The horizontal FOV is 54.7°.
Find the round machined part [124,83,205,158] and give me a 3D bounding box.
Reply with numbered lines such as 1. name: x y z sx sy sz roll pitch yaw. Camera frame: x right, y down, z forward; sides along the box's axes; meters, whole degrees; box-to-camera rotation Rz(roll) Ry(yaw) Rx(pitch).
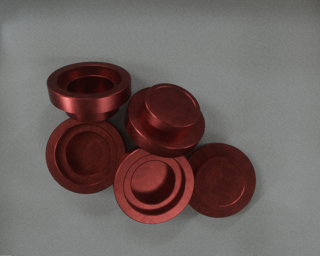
1. round machined part: 0.010 -0.016 0.374 0.099 0.042 0.098 11 49 -13

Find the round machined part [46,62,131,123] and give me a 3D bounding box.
1. round machined part: -0.085 -0.043 0.382 0.099 0.098 0.042 3 126 -1

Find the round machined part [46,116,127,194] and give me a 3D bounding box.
1. round machined part: -0.091 0.032 0.399 0.099 0.042 0.097 0 90 -1

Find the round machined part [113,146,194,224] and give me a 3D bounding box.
1. round machined part: -0.010 0.066 0.390 0.099 0.042 0.097 -2 96 -13

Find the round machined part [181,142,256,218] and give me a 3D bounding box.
1. round machined part: 0.076 0.068 0.402 0.099 0.042 0.097 0 90 -1
